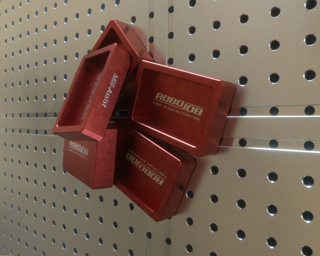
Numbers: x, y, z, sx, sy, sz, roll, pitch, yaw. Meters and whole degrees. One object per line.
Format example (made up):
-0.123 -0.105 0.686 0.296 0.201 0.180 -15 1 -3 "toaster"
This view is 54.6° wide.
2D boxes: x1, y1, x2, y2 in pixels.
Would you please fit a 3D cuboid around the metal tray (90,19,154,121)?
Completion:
-0.075 -0.084 0.469 0.129 0.030 0.090 -47 61 30 "metal tray"

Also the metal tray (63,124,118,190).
-0.112 0.033 0.478 0.130 0.030 0.089 12 99 54 "metal tray"

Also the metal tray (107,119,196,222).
-0.023 0.053 0.425 0.130 0.030 0.089 32 110 35 "metal tray"

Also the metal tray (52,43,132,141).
-0.094 -0.047 0.429 0.090 0.030 0.130 -2 64 47 "metal tray"

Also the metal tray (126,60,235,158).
0.020 -0.028 0.389 0.130 0.030 0.089 23 105 37 "metal tray"
